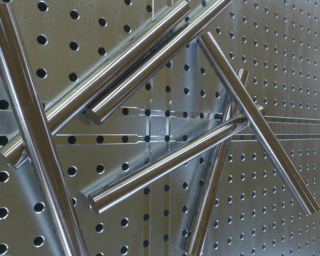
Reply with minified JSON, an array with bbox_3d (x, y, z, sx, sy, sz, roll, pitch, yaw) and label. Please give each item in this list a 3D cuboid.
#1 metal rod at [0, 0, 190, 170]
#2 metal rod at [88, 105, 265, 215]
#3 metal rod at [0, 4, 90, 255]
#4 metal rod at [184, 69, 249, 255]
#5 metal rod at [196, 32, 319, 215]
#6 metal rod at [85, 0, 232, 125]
[{"bbox_3d":[-0.055,-0.069,0.361,0.301,0.025,0.025,-49,119,-29],"label":"metal rod"},{"bbox_3d":[0.043,0.030,0.424,0.302,0.025,0.025,-26,106,-31],"label":"metal rod"},{"bbox_3d":[-0.104,0.043,0.292,0.025,0.025,0.298,-26,115,-37],"label":"metal rod"},{"bbox_3d":[0.092,0.044,0.484,0.025,0.025,0.299,29,72,-36],"label":"metal rod"},{"bbox_3d":[0.142,-0.008,0.456,0.025,0.025,0.299,-30,88,-36],"label":"metal rod"},{"bbox_3d":[0.014,-0.109,0.419,0.301,0.025,0.025,-47,118,-29],"label":"metal rod"}]
